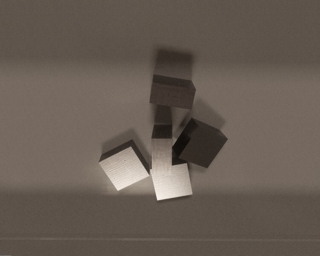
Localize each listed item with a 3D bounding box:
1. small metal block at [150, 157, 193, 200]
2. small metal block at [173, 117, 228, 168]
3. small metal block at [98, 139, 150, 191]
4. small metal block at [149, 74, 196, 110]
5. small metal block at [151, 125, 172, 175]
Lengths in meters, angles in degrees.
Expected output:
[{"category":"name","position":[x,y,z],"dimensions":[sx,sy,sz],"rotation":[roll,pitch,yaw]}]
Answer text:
[{"category":"small metal block","position":[0.016,0.070,0.438],"dimensions":[0.050,0.025,0.050],"rotation":[-10,110,3]},{"category":"small metal block","position":[0.053,0.020,0.412],"dimensions":[0.050,0.025,0.050],"rotation":[22,109,-29]},{"category":"small metal block","position":[-0.048,0.051,0.430],"dimensions":[0.050,0.025,0.050],"rotation":[-27,108,9]},{"category":"small metal block","position":[0.014,-0.045,0.382],"dimensions":[0.050,0.050,0.025],"rotation":[9,110,-4]},{"category":"small metal block","position":[0.003,0.027,0.408],"dimensions":[0.025,0.050,0.050],"rotation":[1,110,3]}]
